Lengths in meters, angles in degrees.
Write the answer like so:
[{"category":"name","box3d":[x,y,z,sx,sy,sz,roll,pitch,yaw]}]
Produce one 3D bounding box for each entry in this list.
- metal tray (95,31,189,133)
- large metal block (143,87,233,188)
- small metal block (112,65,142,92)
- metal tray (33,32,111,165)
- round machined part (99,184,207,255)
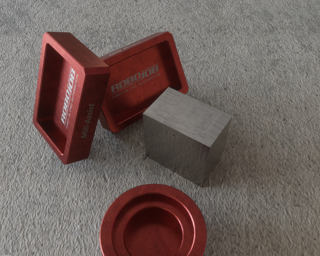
[{"category":"metal tray","box3d":[-0.030,-0.063,0.411,0.131,0.090,0.030,-31,26,-24]},{"category":"large metal block","box3d":[0.029,0.011,0.358,0.080,0.080,0.050,27,55,21]},{"category":"small metal block","box3d":[-0.053,-0.068,0.444,0.050,0.050,0.025,-27,55,-21]},{"category":"metal tray","box3d":[-0.108,-0.033,0.361,0.030,0.129,0.090,-15,47,-44]},{"category":"round machined part","box3d":[-0.006,0.108,0.302,0.099,0.042,0.098,0,50,0]}]
